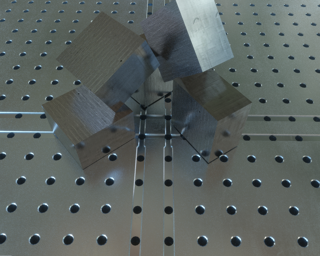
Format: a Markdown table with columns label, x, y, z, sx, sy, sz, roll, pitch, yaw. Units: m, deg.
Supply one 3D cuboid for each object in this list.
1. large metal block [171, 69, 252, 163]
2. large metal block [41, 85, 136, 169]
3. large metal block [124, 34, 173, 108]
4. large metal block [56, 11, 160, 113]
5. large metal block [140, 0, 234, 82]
| label | x | y | z | sx | sy | sz | roll | pitch | yaw |
| --- | --- | --- | --- | --- | --- | --- | --- | --- | --- |
| large metal block | 0.059 | -0.018 | 0.386 | 0.050 | 0.080 | 0.080 | -27 | 56 | -21 |
| large metal block | -0.089 | -0.008 | 0.396 | 0.081 | 0.050 | 0.080 | -32 | 57 | -25 |
| large metal block | -0.008 | -0.089 | 0.445 | 0.080 | 0.080 | 0.050 | -34 | 58 | -26 |
| large metal block | -0.062 | -0.079 | 0.372 | 0.080 | 0.050 | 0.080 | 40 | 86 | 28 |
| large metal block | 0.030 | -0.106 | 0.369 | 0.050 | 0.080 | 0.080 | -29 | 13 | -28 |
